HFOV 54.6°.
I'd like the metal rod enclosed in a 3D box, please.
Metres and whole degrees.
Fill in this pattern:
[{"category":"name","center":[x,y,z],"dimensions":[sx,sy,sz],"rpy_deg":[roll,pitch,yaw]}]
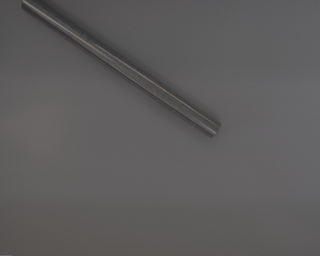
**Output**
[{"category":"metal rod","center":[-0.050,-0.081,0.410],"dimensions":[0.301,0.025,0.025],"rpy_deg":[34,90,0]}]
